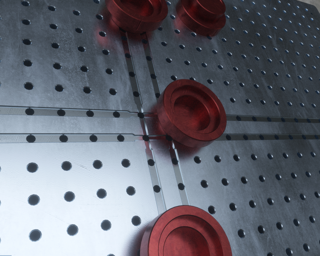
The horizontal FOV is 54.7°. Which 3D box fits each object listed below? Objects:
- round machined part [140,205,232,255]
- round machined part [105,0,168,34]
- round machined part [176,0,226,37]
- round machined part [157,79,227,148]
[{"bbox_3d":[0.024,0.136,0.329,0.099,0.042,0.098,14,56,-21],"label":"round machined part"},{"bbox_3d":[-0.040,-0.190,0.493,0.099,0.042,0.098,14,56,-21],"label":"round machined part"},{"bbox_3d":[0.084,-0.223,0.581,0.099,0.042,0.098,14,56,-21],"label":"round machined part"},{"bbox_3d":[0.040,-0.016,0.430,0.099,0.042,0.098,14,56,-21],"label":"round machined part"}]
